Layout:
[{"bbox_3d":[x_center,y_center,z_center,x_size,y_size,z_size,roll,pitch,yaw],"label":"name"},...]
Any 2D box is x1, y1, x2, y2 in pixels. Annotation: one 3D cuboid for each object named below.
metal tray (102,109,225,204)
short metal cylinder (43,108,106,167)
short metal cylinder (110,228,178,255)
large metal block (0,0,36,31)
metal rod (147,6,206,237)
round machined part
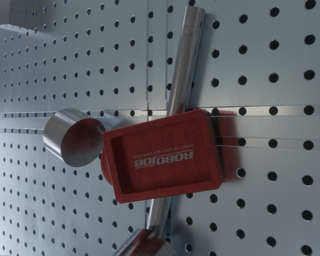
[{"bbox_3d":[0.002,0.035,0.370,0.130,0.030,0.090,-13,88,19],"label":"metal tray"},{"bbox_3d":[-0.132,0.014,0.483,0.050,0.081,0.079,25,106,37],"label":"short metal cylinder"},{"bbox_3d":[-0.020,0.176,0.392,0.080,0.050,0.079,18,124,29],"label":"short metal cylinder"},{"bbox_3d":[-0.306,-0.249,0.646,0.080,0.050,0.079,12,98,39],"label":"large metal block"},{"bbox_3d":[0.018,0.002,0.394,0.025,0.025,0.298,16,100,39],"label":"metal rod"},{"bbox_3d":[-0.046,0.047,0.437,0.098,0.042,0.097,0,90,40],"label":"round machined part"}]
